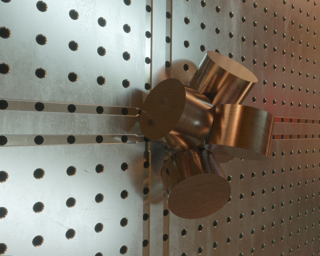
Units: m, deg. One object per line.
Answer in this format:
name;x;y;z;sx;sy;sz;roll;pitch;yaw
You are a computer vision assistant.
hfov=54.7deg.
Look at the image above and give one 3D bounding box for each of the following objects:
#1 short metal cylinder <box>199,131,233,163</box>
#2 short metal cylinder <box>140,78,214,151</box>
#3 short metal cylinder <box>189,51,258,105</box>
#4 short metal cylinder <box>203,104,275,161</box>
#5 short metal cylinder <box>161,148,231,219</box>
short metal cylinder;0.074;0.010;0.453;0.081;0.050;0.080;1;88;-39
short metal cylinder;0.020;-0.016;0.389;0.050;0.080;0.080;24;75;-38
short metal cylinder;0.089;-0.066;0.438;0.081;0.080;0.050;3;128;-40
short metal cylinder;0.099;0.007;0.390;0.080;0.080;0.050;22;76;-38
short metal cylinder;0.045;0.072;0.403;0.081;0.050;0.079;-6;125;-8
